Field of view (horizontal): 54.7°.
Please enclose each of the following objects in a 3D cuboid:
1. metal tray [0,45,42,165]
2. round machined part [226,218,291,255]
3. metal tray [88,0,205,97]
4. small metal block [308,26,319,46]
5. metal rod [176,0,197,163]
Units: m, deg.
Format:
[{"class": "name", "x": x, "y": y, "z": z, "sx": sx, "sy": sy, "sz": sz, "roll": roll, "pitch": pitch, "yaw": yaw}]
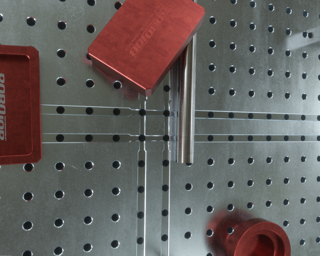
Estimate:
[{"class": "metal tray", "x": -0.181, "y": -0.025, "z": 0.343, "sx": 0.091, "sy": 0.030, "sz": 0.129, "roll": -2, "pitch": 91, "yaw": -21}, {"class": "round machined part", "x": 0.140, "y": 0.181, "z": 0.457, "sx": 0.099, "sy": 0.042, "sz": 0.097, "roll": 0, "pitch": 90, "yaw": -21}, {"class": "metal tray", "x": -0.015, "y": -0.116, "z": 0.388, "sx": 0.090, "sy": 0.030, "sz": 0.130, "roll": 33, "pitch": 78, "yaw": 5}, {"class": "small metal block", "x": 0.281, "y": -0.152, "z": 0.505, "sx": 0.050, "sy": 0.050, "sz": 0.025, "roll": 1, "pitch": 90, "yaw": -20}, {"class": "metal rod", "x": 0.037, "y": -0.102, "z": 0.427, "sx": 0.025, "sy": 0.025, "sz": 0.298, "roll": 1, "pitch": 90, "yaw": -20}]
